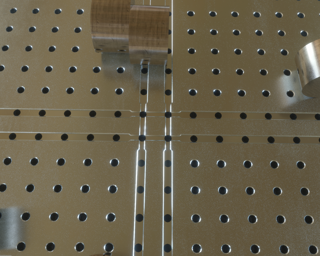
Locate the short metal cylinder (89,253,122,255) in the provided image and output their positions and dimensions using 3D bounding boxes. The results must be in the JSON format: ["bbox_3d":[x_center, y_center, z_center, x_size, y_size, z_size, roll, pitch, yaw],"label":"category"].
[{"bbox_3d":[-0.063,0.178,0.333,0.081,0.050,0.080,0,70,0],"label":"short metal cylinder"}]

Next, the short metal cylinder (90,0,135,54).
[{"bbox_3d":[-0.063,-0.146,0.435,0.050,0.080,0.080,2,70,0],"label":"short metal cylinder"}]

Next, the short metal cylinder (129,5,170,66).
[{"bbox_3d":[-0.014,-0.128,0.429,0.050,0.080,0.080,2,70,0],"label":"short metal cylinder"}]

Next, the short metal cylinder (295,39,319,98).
[{"bbox_3d":[0.228,-0.080,0.415,0.081,0.080,0.050,-2,70,-1],"label":"short metal cylinder"}]
